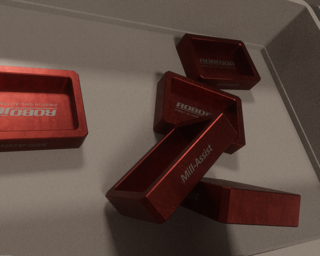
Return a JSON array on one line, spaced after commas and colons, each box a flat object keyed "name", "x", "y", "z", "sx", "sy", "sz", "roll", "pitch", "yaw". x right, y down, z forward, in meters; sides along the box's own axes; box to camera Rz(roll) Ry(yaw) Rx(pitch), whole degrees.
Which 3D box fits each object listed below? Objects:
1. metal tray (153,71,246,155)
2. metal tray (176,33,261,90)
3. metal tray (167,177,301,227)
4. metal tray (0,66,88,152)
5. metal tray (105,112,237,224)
[{"name": "metal tray", "x": 0.059, "y": -0.021, "z": 0.448, "sx": 0.131, "sy": 0.030, "sz": 0.090, "roll": 17, "pitch": 55, "yaw": -19}, {"name": "metal tray", "x": 0.100, "y": -0.110, "z": 0.525, "sx": 0.131, "sy": 0.030, "sz": 0.090, "roll": -3, "pitch": 63, "yaw": -30}, {"name": "metal tray", "x": 0.067, "y": 0.073, "z": 0.332, "sx": 0.091, "sy": 0.130, "sz": 0.030, "roll": 10, "pitch": 84, "yaw": -23}, {"name": "metal tray", "x": -0.151, "y": -0.022, "z": 0.334, "sx": 0.131, "sy": 0.030, "sz": 0.090, "roll": -1, "pitch": 62, "yaw": -29}, {"name": "metal tray", "x": 0.012, "y": 0.039, "z": 0.331, "sx": 0.131, "sy": 0.090, "sz": 0.030, "roll": -44, "pitch": 105, "yaw": -29}]
